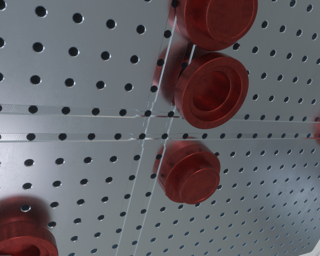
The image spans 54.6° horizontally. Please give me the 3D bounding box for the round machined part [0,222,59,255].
[{"bbox_3d":[-0.185,0.160,0.398,0.099,0.042,0.097,-14,124,-21],"label":"round machined part"}]

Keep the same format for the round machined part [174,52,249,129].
[{"bbox_3d":[0.062,-0.051,0.402,0.099,0.042,0.097,-14,124,-21],"label":"round machined part"}]

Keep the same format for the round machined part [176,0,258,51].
[{"bbox_3d":[0.071,-0.136,0.355,0.099,0.042,0.097,-14,124,-21],"label":"round machined part"}]

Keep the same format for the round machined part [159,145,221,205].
[{"bbox_3d":[0.052,0.078,0.476,0.099,0.042,0.097,-14,124,-21],"label":"round machined part"}]
